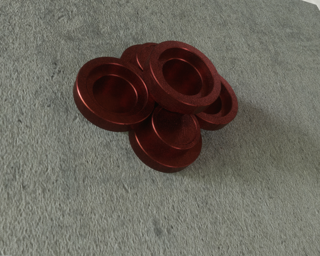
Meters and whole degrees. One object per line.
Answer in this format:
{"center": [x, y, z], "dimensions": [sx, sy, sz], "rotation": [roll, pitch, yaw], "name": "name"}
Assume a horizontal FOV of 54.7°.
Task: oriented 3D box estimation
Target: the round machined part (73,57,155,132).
{"center": [-0.059, -0.037, 0.386], "dimensions": [0.099, 0.042, 0.098], "rotation": [14, 56, -21], "name": "round machined part"}

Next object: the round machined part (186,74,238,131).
{"center": [0.061, -0.038, 0.453], "dimensions": [0.099, 0.042, 0.098], "rotation": [14, 56, -21], "name": "round machined part"}

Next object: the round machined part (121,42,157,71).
{"center": [-0.009, -0.082, 0.441], "dimensions": [0.099, 0.042, 0.098], "rotation": [14, 56, -21], "name": "round machined part"}

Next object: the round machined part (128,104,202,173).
{"center": [0.013, 0.005, 0.400], "dimensions": [0.099, 0.042, 0.098], "rotation": [14, 56, -21], "name": "round machined part"}

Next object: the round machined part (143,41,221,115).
{"center": [0.024, -0.058, 0.390], "dimensions": [0.099, 0.042, 0.098], "rotation": [14, 56, -21], "name": "round machined part"}
